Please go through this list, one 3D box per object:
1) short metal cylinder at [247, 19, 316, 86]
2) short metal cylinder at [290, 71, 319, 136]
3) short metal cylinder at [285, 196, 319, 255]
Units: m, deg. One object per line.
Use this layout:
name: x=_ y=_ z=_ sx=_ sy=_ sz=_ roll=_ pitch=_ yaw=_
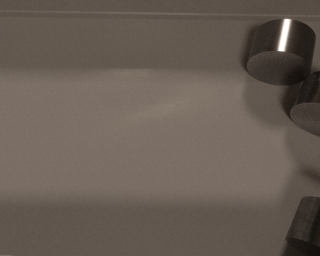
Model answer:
short metal cylinder: x=0.164 y=-0.100 z=0.419 sx=0.080 sy=0.080 sz=0.050 roll=16 pitch=71 yaw=5
short metal cylinder: x=0.215 y=-0.028 z=0.393 sx=0.080 sy=0.080 sz=0.050 roll=28 pitch=72 yaw=9
short metal cylinder: x=0.188 y=0.118 z=0.340 sx=0.080 sy=0.080 sz=0.050 roll=28 pitch=72 yaw=9
